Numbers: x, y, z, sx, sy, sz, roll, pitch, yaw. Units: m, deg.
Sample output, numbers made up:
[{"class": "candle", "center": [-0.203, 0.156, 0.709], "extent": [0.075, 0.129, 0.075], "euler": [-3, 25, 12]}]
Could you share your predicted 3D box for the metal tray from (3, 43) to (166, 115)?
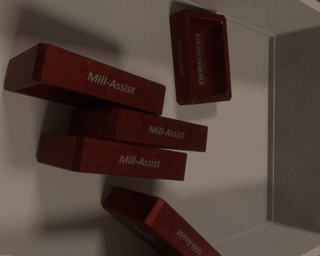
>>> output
[{"class": "metal tray", "center": [-0.071, -0.039, 0.305], "extent": [0.131, 0.090, 0.030], "euler": [14, 82, -40]}]

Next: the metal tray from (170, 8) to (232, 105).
[{"class": "metal tray", "center": [0.063, -0.102, 0.457], "extent": [0.091, 0.030, 0.129], "euler": [-9, 96, -40]}]

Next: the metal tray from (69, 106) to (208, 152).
[{"class": "metal tray", "center": [-0.021, 0.004, 0.347], "extent": [0.131, 0.090, 0.030], "euler": [10, 84, -40]}]

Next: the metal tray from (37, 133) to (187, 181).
[{"class": "metal tray", "center": [-0.047, 0.031, 0.326], "extent": [0.131, 0.090, 0.030], "euler": [13, 82, -40]}]

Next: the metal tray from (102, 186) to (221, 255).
[{"class": "metal tray", "center": [0.003, 0.124, 0.369], "extent": [0.130, 0.090, 0.030], "euler": [49, 61, -29]}]
